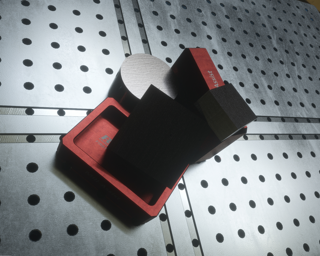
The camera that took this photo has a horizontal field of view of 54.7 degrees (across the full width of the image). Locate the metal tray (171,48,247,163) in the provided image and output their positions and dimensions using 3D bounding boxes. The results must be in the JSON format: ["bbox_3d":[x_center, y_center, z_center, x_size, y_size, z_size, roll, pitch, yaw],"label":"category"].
[{"bbox_3d":[0.051,-0.030,0.414,0.030,0.090,0.130,-10,67,-33],"label":"metal tray"}]

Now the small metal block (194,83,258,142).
[{"bbox_3d":[0.073,-0.019,0.340,0.050,0.025,0.050,-22,74,-48],"label":"small metal block"}]

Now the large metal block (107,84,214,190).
[{"bbox_3d":[-0.002,0.009,0.347,0.080,0.050,0.080,35,87,-6],"label":"large metal block"}]

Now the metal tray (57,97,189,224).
[{"bbox_3d":[-0.040,0.035,0.362,0.130,0.030,0.090,40,51,-1],"label":"metal tray"}]

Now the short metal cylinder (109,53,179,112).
[{"bbox_3d":[-0.022,-0.052,0.413,0.081,0.050,0.080,14,56,-21],"label":"short metal cylinder"}]
